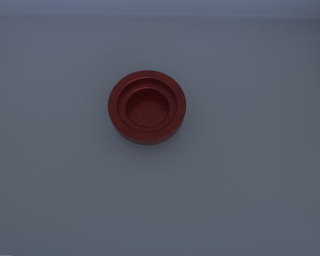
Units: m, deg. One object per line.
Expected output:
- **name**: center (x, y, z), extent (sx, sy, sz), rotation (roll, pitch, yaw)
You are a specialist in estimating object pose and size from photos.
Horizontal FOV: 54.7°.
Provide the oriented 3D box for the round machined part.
- **round machined part**: center (-0.016, -0.023, 0.409), extent (0.099, 0.042, 0.098), rotation (0, 70, -1)
